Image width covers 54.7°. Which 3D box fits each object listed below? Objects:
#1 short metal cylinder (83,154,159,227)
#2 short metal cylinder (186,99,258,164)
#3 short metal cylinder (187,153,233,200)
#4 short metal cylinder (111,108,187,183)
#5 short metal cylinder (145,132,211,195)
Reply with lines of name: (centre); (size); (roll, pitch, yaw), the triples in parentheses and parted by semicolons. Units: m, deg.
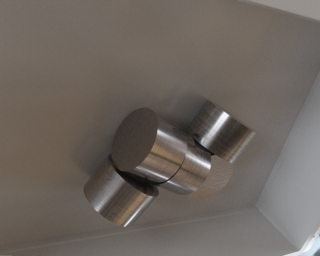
short metal cylinder: (-0.048, 0.077, 0.394); (0.080, 0.080, 0.050); (33, 100, -39)
short metal cylinder: (0.084, 0.004, 0.421); (0.080, 0.080, 0.050); (26, 104, -37)
short metal cylinder: (0.061, 0.060, 0.462); (0.081, 0.050, 0.079); (-14, 125, -21)
short metal cylinder: (-0.014, 0.022, 0.378); (0.050, 0.080, 0.080); (29, 102, -38)
short metal cylinder: (0.020, 0.043, 0.411); (0.050, 0.080, 0.080); (30, 101, -38)
